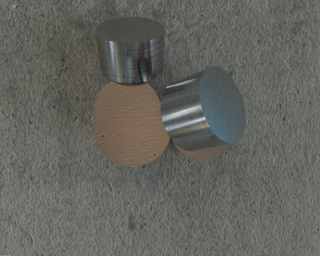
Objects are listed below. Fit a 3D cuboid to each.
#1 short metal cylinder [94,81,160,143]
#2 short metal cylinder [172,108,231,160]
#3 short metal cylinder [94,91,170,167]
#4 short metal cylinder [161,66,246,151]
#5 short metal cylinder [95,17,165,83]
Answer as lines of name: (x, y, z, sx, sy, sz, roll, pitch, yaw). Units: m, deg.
short metal cylinder: (-0.039, -0.022, 0.398, 0.081, 0.050, 0.079, 0, 90, -1)
short metal cylinder: (0.052, -0.001, 0.399, 0.081, 0.050, 0.079, 0, 90, -1)
short metal cylinder: (-0.029, 0.001, 0.348, 0.081, 0.050, 0.079, 0, 90, -1)
short metal cylinder: (0.047, -0.019, 0.327, 0.050, 0.081, 0.080, -17, 90, 42)
short metal cylinder: (-0.035, -0.097, 0.377, 0.081, 0.080, 0.050, 0, 129, -1)
